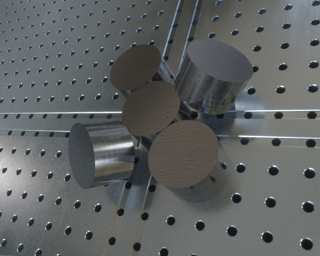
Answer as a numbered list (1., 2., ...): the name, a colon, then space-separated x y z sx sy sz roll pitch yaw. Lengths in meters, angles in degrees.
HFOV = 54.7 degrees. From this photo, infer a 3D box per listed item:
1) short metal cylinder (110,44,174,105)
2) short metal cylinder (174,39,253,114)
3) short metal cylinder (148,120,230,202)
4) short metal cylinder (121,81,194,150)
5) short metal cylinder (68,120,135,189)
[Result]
1. short metal cylinder: -0.025 -0.073 0.448 0.080 0.050 0.080 -13 56 20
2. short metal cylinder: 0.063 -0.062 0.371 0.081 0.050 0.080 11 46 -11
3. short metal cylinder: 0.034 0.038 0.350 0.080 0.050 0.080 -13 56 20
4. short metal cylinder: -0.002 -0.014 0.400 0.080 0.050 0.080 -13 56 20
5. short metal cylinder: -0.074 0.031 0.384 0.080 0.050 0.079 12 105 52
